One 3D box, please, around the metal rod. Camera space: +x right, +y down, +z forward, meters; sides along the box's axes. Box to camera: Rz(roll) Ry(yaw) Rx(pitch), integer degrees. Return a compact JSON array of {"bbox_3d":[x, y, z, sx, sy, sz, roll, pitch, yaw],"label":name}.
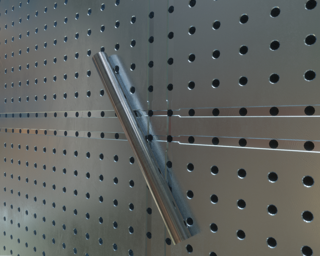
[{"bbox_3d":[-0.033,0.015,0.437,0.025,0.025,0.299,-40,66,33],"label":"metal rod"}]
